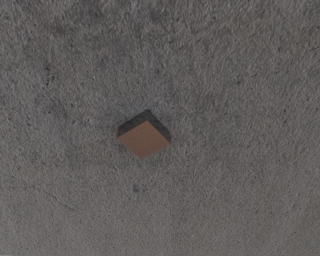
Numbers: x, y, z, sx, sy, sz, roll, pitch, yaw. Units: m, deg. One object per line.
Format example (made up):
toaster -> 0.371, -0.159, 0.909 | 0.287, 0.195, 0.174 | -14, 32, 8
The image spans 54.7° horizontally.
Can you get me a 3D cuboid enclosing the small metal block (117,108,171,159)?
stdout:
small metal block -> -0.021, 0.009, 0.416 | 0.050, 0.025, 0.050 | -30, 125, 22
